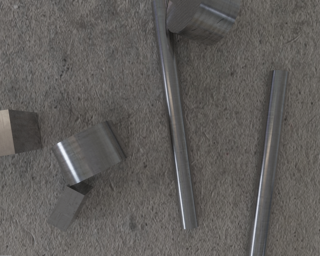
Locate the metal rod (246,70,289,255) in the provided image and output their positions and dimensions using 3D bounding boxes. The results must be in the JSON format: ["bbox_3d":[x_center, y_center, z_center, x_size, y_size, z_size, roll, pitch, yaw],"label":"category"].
[{"bbox_3d":[0.140,0.074,0.411,0.025,0.025,0.298,7,90,0],"label":"metal rod"}]

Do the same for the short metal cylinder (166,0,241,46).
[{"bbox_3d":[0.050,-0.147,0.376,0.050,0.080,0.080,12,90,-29],"label":"short metal cylinder"}]

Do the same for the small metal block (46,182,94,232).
[{"bbox_3d":[-0.113,0.097,0.397,0.025,0.050,0.050,28,90,0],"label":"small metal block"}]

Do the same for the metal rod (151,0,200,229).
[{"bbox_3d":[0.020,-0.018,0.410,0.025,0.025,0.298,-8,90,0],"label":"metal rod"}]

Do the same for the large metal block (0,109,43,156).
[{"bbox_3d":[-0.203,0.010,0.381,0.080,0.080,0.050,-9,90,0],"label":"large metal block"}]

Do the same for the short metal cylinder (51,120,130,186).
[{"bbox_3d":[-0.085,0.030,0.382,0.080,0.080,0.050,-26,90,0],"label":"short metal cylinder"}]
